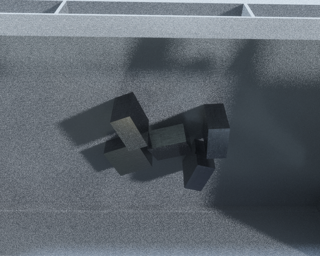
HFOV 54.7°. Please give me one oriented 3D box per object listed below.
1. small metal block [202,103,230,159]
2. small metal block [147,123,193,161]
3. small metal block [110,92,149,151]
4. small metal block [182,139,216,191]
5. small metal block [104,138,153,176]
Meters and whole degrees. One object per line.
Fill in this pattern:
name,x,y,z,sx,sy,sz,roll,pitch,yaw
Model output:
small metal block,0.070,0.004,0.396,0.025,0.050,0.050,-2,130,2
small metal block,0.013,0.020,0.413,0.050,0.025,0.050,-13,155,10
small metal block,-0.036,-0.008,0.385,0.025,0.050,0.050,-17,128,14
small metal block,0.053,0.052,0.438,0.025,0.050,0.050,14,129,-11
small metal block,-0.044,0.037,0.440,0.050,0.025,0.050,-18,128,14
